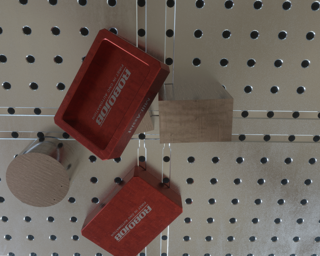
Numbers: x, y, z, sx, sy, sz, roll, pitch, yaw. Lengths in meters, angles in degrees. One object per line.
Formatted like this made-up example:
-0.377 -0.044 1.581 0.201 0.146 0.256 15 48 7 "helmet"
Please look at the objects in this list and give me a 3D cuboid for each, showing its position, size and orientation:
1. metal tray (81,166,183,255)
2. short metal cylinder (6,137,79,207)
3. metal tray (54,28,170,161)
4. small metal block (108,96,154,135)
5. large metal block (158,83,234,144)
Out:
-0.041 0.130 0.458 0.090 0.030 0.130 39 105 -14 "metal tray"
-0.156 0.059 0.420 0.081 0.050 0.079 0 110 -1 "short metal cylinder"
-0.059 -0.038 0.368 0.090 0.030 0.129 35 102 17 "metal tray"
-0.038 -0.018 0.406 0.050 0.025 0.050 -14 110 4 "small metal block"
0.039 -0.021 0.377 0.081 0.080 0.050 -2 110 0 "large metal block"
